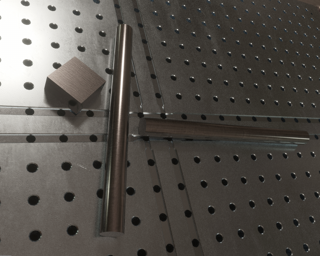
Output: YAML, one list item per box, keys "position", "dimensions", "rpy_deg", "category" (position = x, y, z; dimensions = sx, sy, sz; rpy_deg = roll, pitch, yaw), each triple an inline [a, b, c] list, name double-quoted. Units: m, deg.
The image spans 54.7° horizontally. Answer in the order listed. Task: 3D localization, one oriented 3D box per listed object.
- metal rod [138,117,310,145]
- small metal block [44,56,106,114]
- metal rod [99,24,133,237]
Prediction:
- position: [0.112, 0.007, 0.466]
  dimensions: [0.303, 0.025, 0.025]
  rpy_deg: [4, 60, -27]
  category: "metal rod"
- position: [-0.105, -0.054, 0.385]
  dimensions: [0.050, 0.025, 0.050]
  rpy_deg: [39, 51, -2]
  category: "small metal block"
- position: [-0.051, -0.020, 0.393]
  dimensions: [0.025, 0.025, 0.299]
  rpy_deg: [13, 56, -22]
  category: "metal rod"
